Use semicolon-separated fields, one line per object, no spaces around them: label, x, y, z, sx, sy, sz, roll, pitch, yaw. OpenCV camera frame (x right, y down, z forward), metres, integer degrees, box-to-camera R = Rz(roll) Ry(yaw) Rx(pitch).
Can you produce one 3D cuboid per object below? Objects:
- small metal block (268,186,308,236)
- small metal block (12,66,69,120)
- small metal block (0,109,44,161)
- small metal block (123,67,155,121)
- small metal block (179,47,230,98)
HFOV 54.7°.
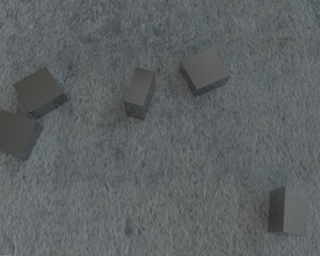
small metal block;0.148;0.098;0.361;0.025;0.050;0.050;10;70;3
small metal block;-0.163;-0.048;0.424;0.050;0.025;0.050;-34;74;-12
small metal block;-0.190;0.010;0.402;0.050;0.025;0.050;18;71;6
small metal block;-0.026;-0.044;0.411;0.025;0.050;0.050;16;71;5
small metal block;0.061;-0.078;0.438;0.050;0.025;0.050;-24;72;-9
